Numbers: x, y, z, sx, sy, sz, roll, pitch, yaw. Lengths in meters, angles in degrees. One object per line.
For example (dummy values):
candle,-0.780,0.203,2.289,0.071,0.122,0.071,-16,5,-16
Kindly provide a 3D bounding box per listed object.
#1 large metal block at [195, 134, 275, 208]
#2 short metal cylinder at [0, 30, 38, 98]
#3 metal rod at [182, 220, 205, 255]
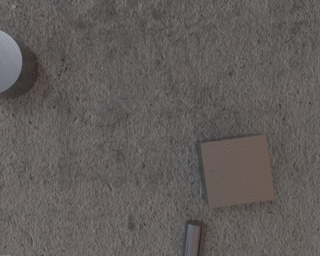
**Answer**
large metal block,0.094,0.052,0.399,0.081,0.050,0.080,-8,90,-1
short metal cylinder,-0.205,-0.080,0.395,0.081,0.050,0.079,0,90,-1
metal rod,0.030,0.274,0.410,0.025,0.025,0.298,7,90,-1
